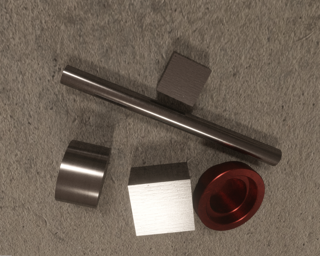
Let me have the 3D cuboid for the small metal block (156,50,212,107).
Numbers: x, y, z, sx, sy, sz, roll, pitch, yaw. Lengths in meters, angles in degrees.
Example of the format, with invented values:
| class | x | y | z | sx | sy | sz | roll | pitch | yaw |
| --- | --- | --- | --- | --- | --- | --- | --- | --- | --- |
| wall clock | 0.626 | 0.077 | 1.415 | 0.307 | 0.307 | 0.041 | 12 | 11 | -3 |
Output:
| class | x | y | z | sx | sy | sz | roll | pitch | yaw |
| --- | --- | --- | --- | --- | --- | --- | --- | --- | --- |
| small metal block | 0.029 | -0.062 | 0.387 | 0.050 | 0.025 | 0.050 | 24 | 108 | -9 |

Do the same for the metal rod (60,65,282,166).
| class | x | y | z | sx | sy | sz | roll | pitch | yaw |
| --- | --- | --- | --- | --- | --- | --- | --- | --- | --- |
| metal rod | 0.021 | -0.013 | 0.405 | 0.302 | 0.025 | 0.025 | 21 | 109 | -8 |

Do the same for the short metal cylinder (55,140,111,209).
| class | x | y | z | sx | sy | sz | roll | pitch | yaw |
| --- | --- | --- | --- | --- | --- | --- | --- | --- | --- |
| short metal cylinder | -0.097 | 0.059 | 0.401 | 0.050 | 0.080 | 0.079 | 14 | 110 | -5 |

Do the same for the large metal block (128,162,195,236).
| class | x | y | z | sx | sy | sz | roll | pitch | yaw |
| --- | --- | --- | --- | --- | --- | --- | --- | --- | --- |
| large metal block | 0.003 | 0.098 | 0.433 | 0.080 | 0.050 | 0.079 | -6 | 110 | 2 |

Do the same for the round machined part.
| class | x | y | z | sx | sy | sz | roll | pitch | yaw |
| --- | --- | --- | --- | --- | --- | --- | --- | --- | --- |
| round machined part | 0.089 | 0.088 | 0.425 | 0.099 | 0.042 | 0.097 | -7 | 114 | -17 |
